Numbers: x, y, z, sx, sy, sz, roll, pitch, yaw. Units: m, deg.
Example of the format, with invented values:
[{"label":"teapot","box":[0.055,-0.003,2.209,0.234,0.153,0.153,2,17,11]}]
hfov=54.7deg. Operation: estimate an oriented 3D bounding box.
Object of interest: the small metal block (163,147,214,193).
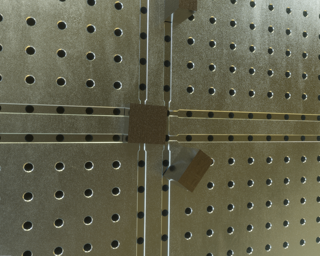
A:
[{"label":"small metal block","box":[0.037,0.054,0.414,0.025,0.050,0.050,40,77,-16]}]

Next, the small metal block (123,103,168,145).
[{"label":"small metal block","box":[-0.020,-0.005,0.406,0.050,0.025,0.050,4,89,-20]}]

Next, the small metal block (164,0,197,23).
[{"label":"small metal block","box":[0.027,-0.173,0.410,0.025,0.050,0.050,2,90,-20]}]
